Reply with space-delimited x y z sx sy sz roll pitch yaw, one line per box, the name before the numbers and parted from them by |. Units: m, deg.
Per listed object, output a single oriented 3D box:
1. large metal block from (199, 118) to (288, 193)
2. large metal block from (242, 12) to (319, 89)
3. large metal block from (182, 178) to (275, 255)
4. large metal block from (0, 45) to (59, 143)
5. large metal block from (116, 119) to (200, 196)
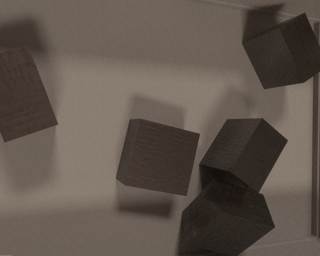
large metal block | 0.112 0.034 0.424 0.050 0.080 0.080 37 78 -17
large metal block | 0.178 -0.107 0.449 0.050 0.080 0.080 -33 101 -17
large metal block | 0.087 0.120 0.409 0.080 0.050 0.080 20 126 -19
large metal block | -0.148 -0.033 0.327 0.050 0.080 0.080 -21 97 -19
large metal block | -0.003 0.037 0.397 0.081 0.050 0.080 14 85 -20
